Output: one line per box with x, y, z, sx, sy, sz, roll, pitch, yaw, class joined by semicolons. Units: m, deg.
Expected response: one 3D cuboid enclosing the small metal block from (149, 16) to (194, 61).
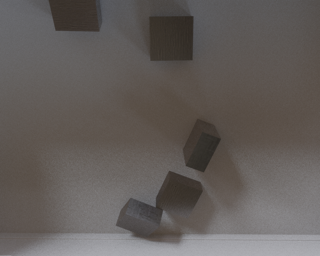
0.013;-0.108;0.372;0.050;0.025;0.050;-1;110;0;small metal block

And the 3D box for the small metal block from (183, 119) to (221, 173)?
0.053;0.022;0.407;0.025;0.050;0.050;21;109;-8;small metal block

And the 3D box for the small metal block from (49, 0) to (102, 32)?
-0.095;-0.138;0.349;0.050;0.025;0.050;1;134;-1;small metal block

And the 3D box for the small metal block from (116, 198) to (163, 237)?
-0.030;0.130;0.447;0.050;0.025;0.050;24;139;-9;small metal block

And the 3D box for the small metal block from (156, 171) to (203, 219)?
0.027;0.096;0.447;0.050;0.025;0.050;21;109;-8;small metal block
